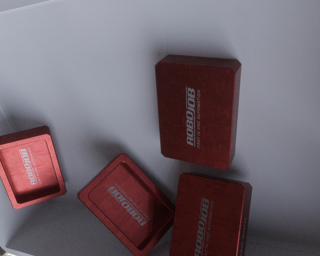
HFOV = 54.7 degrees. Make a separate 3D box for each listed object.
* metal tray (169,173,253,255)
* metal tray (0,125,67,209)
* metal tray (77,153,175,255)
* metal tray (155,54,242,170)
[{"bbox_3d":[0.063,0.128,0.400,0.090,0.030,0.129,6,87,34],"label":"metal tray"},{"bbox_3d":[-0.218,0.067,0.522,0.030,0.091,0.129,-132,32,-54],"label":"metal tray"},{"bbox_3d":[-0.045,0.113,0.456,0.130,0.090,0.030,48,158,-6],"label":"metal tray"},{"bbox_3d":[0.045,-0.018,0.370,0.090,0.030,0.129,10,123,22],"label":"metal tray"}]
